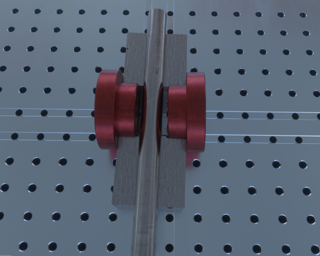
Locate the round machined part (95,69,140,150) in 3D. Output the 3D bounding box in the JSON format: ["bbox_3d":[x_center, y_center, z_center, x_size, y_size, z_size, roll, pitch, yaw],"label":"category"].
[{"bbox_3d":[-0.048,-0.022,0.380,0.042,0.098,0.098,2,70,1],"label":"round machined part"}]

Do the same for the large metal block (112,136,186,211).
[{"bbox_3d":[-0.011,0.057,0.377,0.080,0.050,0.080,3,70,1],"label":"large metal block"}]

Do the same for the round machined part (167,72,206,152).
[{"bbox_3d":[0.032,-0.019,0.380,0.042,0.098,0.098,0,70,5],"label":"round machined part"}]

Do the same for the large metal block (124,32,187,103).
[{"bbox_3d":[-0.005,-0.082,0.428,0.080,0.050,0.080,2,70,0],"label":"large metal block"}]

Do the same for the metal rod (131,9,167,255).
[{"bbox_3d":[-0.010,-0.010,0.362,0.025,0.025,0.299,3,70,1],"label":"metal rod"}]
